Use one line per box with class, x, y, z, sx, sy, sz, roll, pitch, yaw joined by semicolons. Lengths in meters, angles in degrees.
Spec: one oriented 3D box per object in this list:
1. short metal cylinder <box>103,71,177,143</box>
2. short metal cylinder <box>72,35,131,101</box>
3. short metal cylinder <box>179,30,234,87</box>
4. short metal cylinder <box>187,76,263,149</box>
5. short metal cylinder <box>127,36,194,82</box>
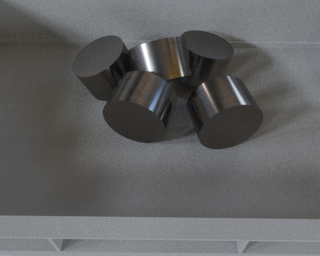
short metal cylinder;-0.024;-0.025;0.388;0.080;0.080;0.050;13;55;11
short metal cylinder;-0.076;-0.086;0.443;0.080;0.050;0.080;-14;50;18
short metal cylinder;0.064;-0.104;0.466;0.081;0.050;0.080;9;43;-8
short metal cylinder;0.079;-0.018;0.385;0.081;0.080;0.050;-11;51;-9
short metal cylinder;0.001;-0.086;0.418;0.081;0.080;0.050;-15;95;-12
